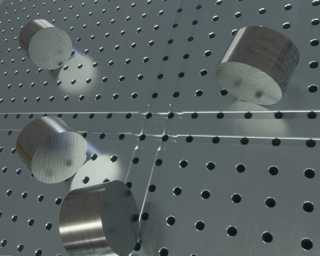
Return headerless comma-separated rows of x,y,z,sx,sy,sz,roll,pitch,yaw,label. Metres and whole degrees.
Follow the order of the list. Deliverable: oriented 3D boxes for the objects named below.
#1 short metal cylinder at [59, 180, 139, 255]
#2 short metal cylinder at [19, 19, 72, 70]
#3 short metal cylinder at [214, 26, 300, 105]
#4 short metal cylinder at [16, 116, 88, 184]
-0.064,0.102,0.343,0.050,0.080,0.080,-15,56,19,short metal cylinder
-0.212,-0.155,0.577,0.080,0.080,0.050,-48,52,-5,short metal cylinder
0.111,-0.070,0.357,0.080,0.080,0.050,20,73,35,short metal cylinder
-0.149,0.030,0.431,0.050,0.080,0.080,33,80,38,short metal cylinder
